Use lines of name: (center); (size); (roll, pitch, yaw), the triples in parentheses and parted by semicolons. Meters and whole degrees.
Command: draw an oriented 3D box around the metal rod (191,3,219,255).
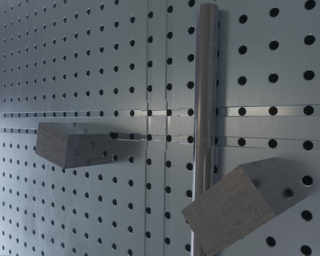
metal rod: (0.052, 0.007, 0.365); (0.025, 0.025, 0.298); (2, 91, 40)

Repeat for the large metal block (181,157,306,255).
large metal block: (0.082, 0.076, 0.306); (0.080, 0.081, 0.050); (-47, 62, 30)

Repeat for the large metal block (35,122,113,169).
large metal block: (-0.134, 0.024, 0.484); (0.080, 0.081, 0.050); (17, 101, 39)
